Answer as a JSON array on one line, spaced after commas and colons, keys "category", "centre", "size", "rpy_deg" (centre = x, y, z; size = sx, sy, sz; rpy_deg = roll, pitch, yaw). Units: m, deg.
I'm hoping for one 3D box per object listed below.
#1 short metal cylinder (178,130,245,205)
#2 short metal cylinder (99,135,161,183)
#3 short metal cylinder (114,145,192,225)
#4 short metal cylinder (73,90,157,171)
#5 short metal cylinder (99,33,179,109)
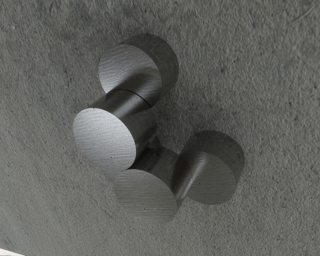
[{"category": "short metal cylinder", "centre": [0.061, 0.049, 0.390], "size": [0.080, 0.050, 0.079], "rpy_deg": [13, 124, 21]}, {"category": "short metal cylinder", "centre": [-0.043, 0.039, 0.439], "size": [0.080, 0.050, 0.079], "rpy_deg": [13, 124, 21]}, {"category": "short metal cylinder", "centre": [-0.007, 0.068, 0.372], "size": [0.080, 0.050, 0.079], "rpy_deg": [13, 124, 20]}, {"category": "short metal cylinder", "centre": [-0.051, 0.003, 0.355], "size": [0.080, 0.050, 0.079], "rpy_deg": [13, 124, 21]}, {"category": "short metal cylinder", "centre": [-0.024, -0.066, 0.365], "size": [0.080, 0.050, 0.079], "rpy_deg": [13, 124, 21]}]
